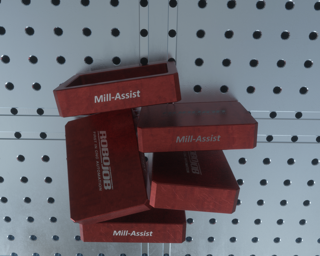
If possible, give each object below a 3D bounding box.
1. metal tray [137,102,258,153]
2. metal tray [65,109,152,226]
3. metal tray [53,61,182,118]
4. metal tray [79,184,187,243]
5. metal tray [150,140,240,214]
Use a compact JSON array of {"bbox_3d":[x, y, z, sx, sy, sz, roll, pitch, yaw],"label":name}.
[{"bbox_3d":[0.041,-0.004,0.377,0.131,0.090,0.030,-2,110,1],"label":"metal tray"},{"bbox_3d":[-0.065,0.043,0.381,0.090,0.130,0.030,-15,153,5],"label":"metal tray"},{"bbox_3d":[-0.044,-0.048,0.360,0.131,0.090,0.030,-8,110,3],"label":"metal tray"},{"bbox_3d":[-0.033,0.113,0.419,0.131,0.090,0.030,1,110,-1],"label":"metal tray"},{"bbox_3d":[0.036,0.050,0.376,0.090,0.130,0.030,5,110,-2],"label":"metal tray"}]
